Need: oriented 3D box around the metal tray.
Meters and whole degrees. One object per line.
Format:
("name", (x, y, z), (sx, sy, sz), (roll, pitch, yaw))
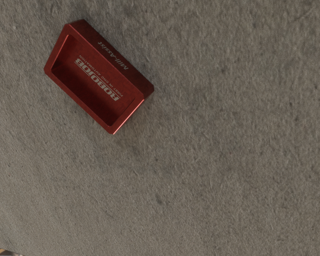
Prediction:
("metal tray", (-0.082, -0.064, 0.407), (0.130, 0.030, 0.090), (44, 129, -2))
